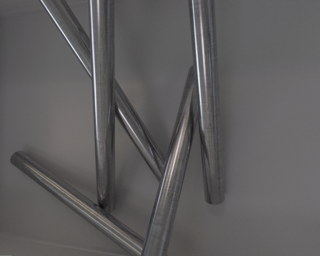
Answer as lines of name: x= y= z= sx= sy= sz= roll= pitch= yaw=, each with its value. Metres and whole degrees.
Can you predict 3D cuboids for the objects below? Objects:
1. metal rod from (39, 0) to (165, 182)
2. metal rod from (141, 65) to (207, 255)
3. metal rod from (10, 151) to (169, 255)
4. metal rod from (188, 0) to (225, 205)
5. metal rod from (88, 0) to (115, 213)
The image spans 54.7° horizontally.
metal rod: x=-0.066 y=-0.055 z=0.373 sx=0.025 sy=0.025 sz=0.299 roll=-27 pitch=104 yaw=18
metal rod: x=0.012 y=0.061 z=0.339 sx=0.025 sy=0.025 sz=0.299 roll=7 pitch=67 yaw=20
metal rod: x=-0.105 y=0.108 z=0.425 sx=0.300 sy=0.025 sz=0.025 roll=27 pitch=99 yaw=26
metal rod: x=0.050 y=-0.047 z=0.330 sx=0.025 sy=0.025 sz=0.298 roll=1 pitch=115 yaw=20
metal rod: x=-0.065 y=-0.015 z=0.363 sx=0.025 sy=0.025 sz=0.298 roll=17 pitch=123 yaw=19
